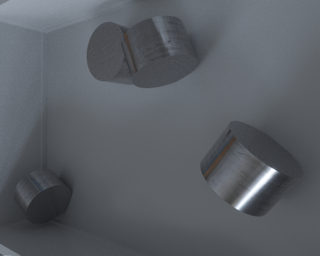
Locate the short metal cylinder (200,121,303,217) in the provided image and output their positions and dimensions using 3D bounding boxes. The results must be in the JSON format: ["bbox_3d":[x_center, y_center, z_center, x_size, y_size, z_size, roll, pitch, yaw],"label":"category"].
[{"bbox_3d":[0.087,0.037,0.299,0.080,0.081,0.050,47,118,30],"label":"short metal cylinder"}]

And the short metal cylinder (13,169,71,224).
[{"bbox_3d":[-0.204,0.119,0.540,0.050,0.081,0.079,35,112,34],"label":"short metal cylinder"}]

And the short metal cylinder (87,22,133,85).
[{"bbox_3d":[-0.059,-0.104,0.439,0.080,0.050,0.080,0,90,40],"label":"short metal cylinder"}]

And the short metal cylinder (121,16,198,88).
[{"bbox_3d":[-0.001,-0.088,0.372,0.080,0.081,0.050,-28,73,37],"label":"short metal cylinder"}]
